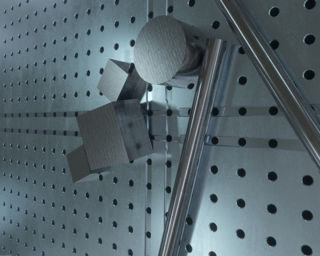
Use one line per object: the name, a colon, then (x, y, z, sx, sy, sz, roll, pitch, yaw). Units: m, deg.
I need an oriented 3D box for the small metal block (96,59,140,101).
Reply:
small metal block: (-0.062, -0.068, 0.461, 0.050, 0.025, 0.050, 42, 115, 32)

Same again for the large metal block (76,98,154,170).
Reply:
large metal block: (-0.065, 0.010, 0.439, 0.080, 0.050, 0.080, -17, 89, 39)

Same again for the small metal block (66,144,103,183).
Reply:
small metal block: (-0.125, 0.059, 0.513, 0.050, 0.025, 0.050, -30, 72, 36)

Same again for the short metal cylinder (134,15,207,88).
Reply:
short metal cylinder: (0.014, -0.091, 0.382, 0.080, 0.050, 0.080, 0, 90, 40)

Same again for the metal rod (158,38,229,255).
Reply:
metal rod: (0.036, 0.044, 0.379, 0.025, 0.025, 0.298, 20, 102, 38)

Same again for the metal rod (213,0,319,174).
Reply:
metal rod: (0.099, -0.089, 0.327, 0.025, 0.025, 0.299, -38, 67, 34)
